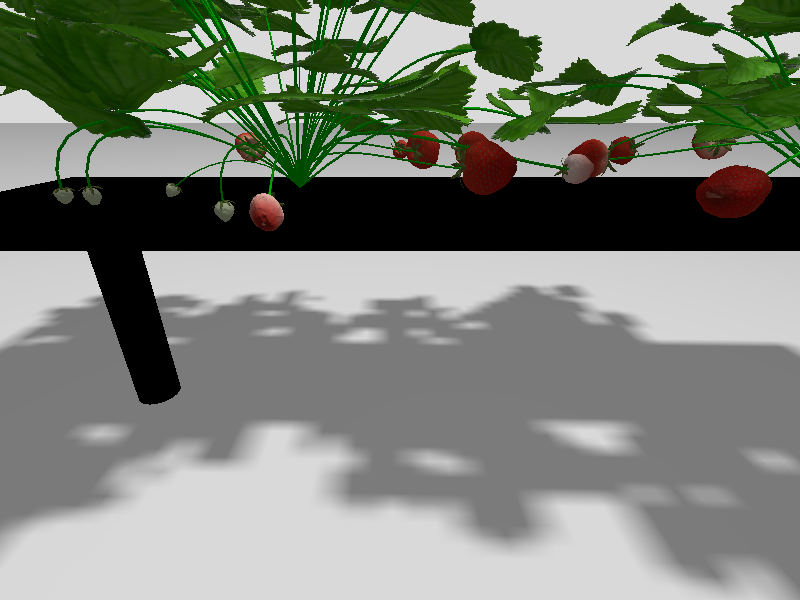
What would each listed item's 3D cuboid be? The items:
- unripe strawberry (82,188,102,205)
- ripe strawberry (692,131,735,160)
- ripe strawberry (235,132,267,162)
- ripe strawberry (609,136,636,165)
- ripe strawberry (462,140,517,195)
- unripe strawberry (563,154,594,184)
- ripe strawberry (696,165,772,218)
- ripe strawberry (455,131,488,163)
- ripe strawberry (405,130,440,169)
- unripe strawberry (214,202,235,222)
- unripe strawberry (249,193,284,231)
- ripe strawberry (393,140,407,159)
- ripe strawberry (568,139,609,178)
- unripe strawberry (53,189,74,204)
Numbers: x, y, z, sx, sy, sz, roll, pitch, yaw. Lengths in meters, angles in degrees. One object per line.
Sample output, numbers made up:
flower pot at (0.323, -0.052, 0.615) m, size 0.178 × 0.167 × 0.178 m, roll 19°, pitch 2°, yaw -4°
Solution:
unripe strawberry at (-0.195, -0.066, 0.255) m, size 0.010 × 0.011 × 0.011 m, roll -20°, pitch 32°, yaw -35°
ripe strawberry at (0.427, -0.220, 0.549) m, size 0.048 × 0.050 × 0.052 m, roll 6°, pitch 25°, yaw 13°
ripe strawberry at (-0.188, -0.193, 0.505) m, size 0.038 × 0.035 × 0.035 m, roll -13°, pitch 28°, yaw -26°
ripe strawberry at (0.268, -0.181, 0.488) m, size 0.030 × 0.032 × 0.033 m, roll -14°, pitch 10°, yaw -27°
ripe strawberry at (0.071, -0.104, 0.316) m, size 0.042 × 0.041 × 0.039 m, roll 4°, pitch 26°, yaw 6°
unripe strawberry at (0.162, -0.119, 0.362) m, size 0.026 × 0.026 × 0.025 m, roll -2°, pitch 25°, yaw -6°
ripe strawberry at (0.192, -0.062, 0.234) m, size 0.031 × 0.031 × 0.034 m, roll -16°, pitch 30°, yaw -29°
ripe strawberry at (0.086, -0.172, 0.459) m, size 0.041 × 0.040 × 0.038 m, roll -18°, pitch 31°, yaw -35°
ripe strawberry at (0.029, -0.174, 0.462) m, size 0.039 × 0.041 × 0.042 m, roll 19°, pitch 31°, yaw 35°
unripe strawberry at (-0.102, -0.051, 0.233) m, size 0.011 × 0.011 × 0.011 m, roll 3°, pitch 26°, yaw 7°
unripe strawberry at (-0.070, -0.045, 0.210) m, size 0.017 × 0.019 × 0.020 m, roll -3°, pitch -45°, yaw -6°
ripe strawberry at (0.002, -0.197, 0.528) m, size 0.021 × 0.024 × 0.023 m, roll 10°, pitch 11°, yaw 20°
ripe strawberry at (0.179, -0.135, 0.383) m, size 0.035 × 0.035 × 0.038 m, roll 6°, pitch 26°, yaw 15°
unripe strawberry at (-0.217, -0.067, 0.259) m, size 0.010 × 0.010 × 0.009 m, roll -16°, pitch 30°, yaw -30°
